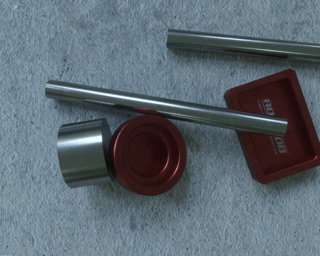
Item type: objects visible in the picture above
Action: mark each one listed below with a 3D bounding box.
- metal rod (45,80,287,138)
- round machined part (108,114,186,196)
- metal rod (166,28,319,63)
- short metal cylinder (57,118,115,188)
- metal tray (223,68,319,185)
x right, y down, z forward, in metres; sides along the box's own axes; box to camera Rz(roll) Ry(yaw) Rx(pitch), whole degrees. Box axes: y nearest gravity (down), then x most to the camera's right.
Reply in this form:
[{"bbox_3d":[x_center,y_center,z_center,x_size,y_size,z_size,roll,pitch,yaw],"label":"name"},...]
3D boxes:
[{"bbox_3d":[0.002,-0.026,0.391,0.301,0.025,0.025,10,90,7],"label":"metal rod"},{"bbox_3d":[-0.019,0.034,0.388,0.099,0.042,0.097,4,82,-30],"label":"round machined part"},{"bbox_3d":[0.160,-0.104,0.411,0.302,0.025,0.025,6,90,-1],"label":"metal rod"},{"bbox_3d":[-0.087,0.031,0.382,0.050,0.080,0.080,-9,90,0],"label":"short metal cylinder"},{"bbox_3d":[0.149,-0.002,0.408,0.090,0.030,0.129,-19,90,0],"label":"metal tray"}]
